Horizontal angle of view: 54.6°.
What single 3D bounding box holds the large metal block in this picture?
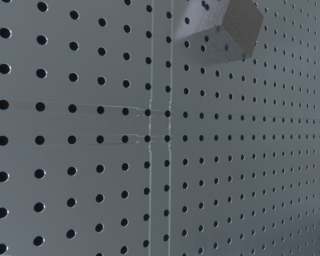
[{"bbox_3d":[0.110,-0.161,0.483,0.080,0.050,0.080,33,70,-35],"label":"large metal block"}]
